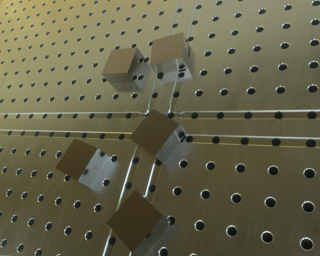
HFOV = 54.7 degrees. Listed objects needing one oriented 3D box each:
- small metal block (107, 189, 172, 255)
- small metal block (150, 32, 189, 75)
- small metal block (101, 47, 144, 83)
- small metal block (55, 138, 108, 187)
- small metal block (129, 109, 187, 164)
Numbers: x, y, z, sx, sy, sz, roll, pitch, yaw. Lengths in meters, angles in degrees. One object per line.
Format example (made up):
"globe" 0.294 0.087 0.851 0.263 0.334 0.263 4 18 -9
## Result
"small metal block" -0.024 0.108 0.354 0.050 0.025 0.050 -49 52 -7
"small metal block" 0.015 -0.112 0.468 0.050 0.025 0.050 -9 58 23
"small metal block" -0.059 -0.100 0.499 0.050 0.025 0.050 3 63 29
"small metal block" -0.110 0.048 0.435 0.050 0.025 0.050 18 71 34
"small metal block" -0.003 0.010 0.403 0.050 0.025 0.050 32 79 37
